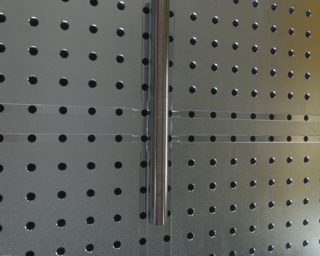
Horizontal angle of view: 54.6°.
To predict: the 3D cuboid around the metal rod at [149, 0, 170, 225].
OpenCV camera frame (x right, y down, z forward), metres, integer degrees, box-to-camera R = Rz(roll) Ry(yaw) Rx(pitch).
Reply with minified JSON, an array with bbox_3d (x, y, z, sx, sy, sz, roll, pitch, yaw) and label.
[{"bbox_3d":[-0.001,-0.024,0.412,0.025,0.025,0.298,1,90,-20],"label":"metal rod"}]
